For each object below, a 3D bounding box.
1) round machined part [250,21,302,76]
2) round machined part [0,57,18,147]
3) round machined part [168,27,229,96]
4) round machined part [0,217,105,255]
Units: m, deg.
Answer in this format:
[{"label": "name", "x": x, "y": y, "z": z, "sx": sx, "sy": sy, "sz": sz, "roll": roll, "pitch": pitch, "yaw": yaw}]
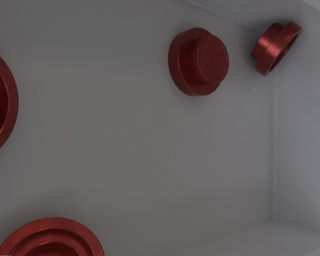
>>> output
[{"label": "round machined part", "x": 0.195, "y": -0.141, "z": 0.536, "sx": 0.042, "sy": 0.097, "sz": 0.099, "roll": 40, "pitch": 57, "yaw": 15}, {"label": "round machined part", "x": -0.165, "y": -0.021, "z": 0.240, "sx": 0.098, "sy": 0.042, "sz": 0.097, "roll": 4, "pitch": 91, "yaw": -68}, {"label": "round machined part", "x": 0.062, "y": -0.096, "z": 0.447, "sx": 0.099, "sy": 0.042, "sz": 0.097, "roll": 0, "pitch": 90, "yaw": -40}, {"label": "round machined part", "x": -0.103, "y": 0.138, "z": 0.288, "sx": 0.099, "sy": 0.042, "sz": 0.098, "roll": 11, "pitch": 48, "yaw": -12}]
